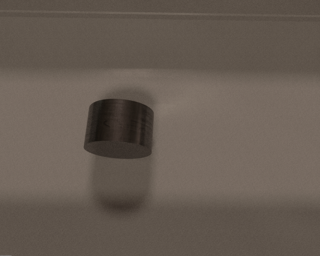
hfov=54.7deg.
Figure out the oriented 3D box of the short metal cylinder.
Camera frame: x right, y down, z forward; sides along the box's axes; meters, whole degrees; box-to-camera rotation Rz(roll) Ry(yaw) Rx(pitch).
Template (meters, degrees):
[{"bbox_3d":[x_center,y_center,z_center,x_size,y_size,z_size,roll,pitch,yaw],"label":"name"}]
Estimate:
[{"bbox_3d":[-0.049,0.004,0.378,0.081,0.080,0.050,3,70,0],"label":"short metal cylinder"}]
